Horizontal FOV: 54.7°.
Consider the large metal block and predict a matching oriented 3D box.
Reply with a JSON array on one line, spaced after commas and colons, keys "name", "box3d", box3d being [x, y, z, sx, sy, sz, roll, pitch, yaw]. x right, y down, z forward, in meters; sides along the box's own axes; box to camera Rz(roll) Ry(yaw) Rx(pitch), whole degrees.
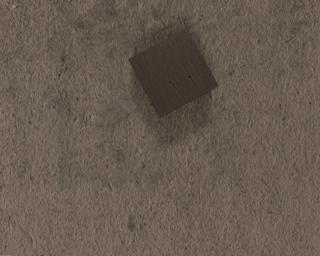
[{"name": "large metal block", "box3d": [0.016, -0.067, 0.398, 0.080, 0.050, 0.080, -28, 90, 0]}]
